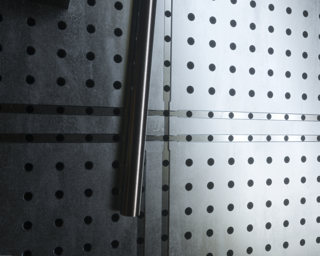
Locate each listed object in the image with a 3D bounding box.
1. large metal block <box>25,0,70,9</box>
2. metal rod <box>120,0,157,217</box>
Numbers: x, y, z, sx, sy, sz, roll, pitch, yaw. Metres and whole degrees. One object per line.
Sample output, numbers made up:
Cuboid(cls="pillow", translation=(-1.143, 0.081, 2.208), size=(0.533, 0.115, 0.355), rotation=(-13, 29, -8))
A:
Cuboid(cls="large metal block", translation=(-0.140, -0.190, 0.348), size=(0.081, 0.050, 0.080), rotation=(5, 88, -20))
Cuboid(cls="metal rod", translation=(-0.027, -0.038, 0.403), size=(0.025, 0.025, 0.298), rotation=(5, 88, -20))
